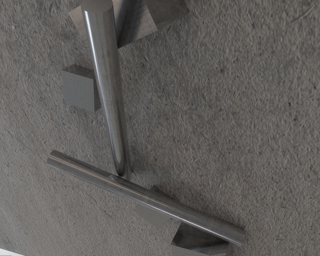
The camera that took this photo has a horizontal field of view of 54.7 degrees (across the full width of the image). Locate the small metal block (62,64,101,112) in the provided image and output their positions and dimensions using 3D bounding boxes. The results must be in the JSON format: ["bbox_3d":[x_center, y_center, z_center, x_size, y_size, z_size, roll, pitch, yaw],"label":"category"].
[{"bbox_3d":[-0.105,-0.055,0.428,0.050,0.025,0.050,18,126,17],"label":"small metal block"}]

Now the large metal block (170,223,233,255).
[{"bbox_3d":[0.067,0.199,0.478,0.080,0.050,0.079,6,121,25],"label":"large metal block"}]

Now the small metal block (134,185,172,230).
[{"bbox_3d":[-0.006,0.125,0.488,0.050,0.025,0.050,37,129,3],"label":"small metal block"}]

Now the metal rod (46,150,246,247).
[{"bbox_3d":[-0.022,0.101,0.451,0.301,0.025,0.025,22,127,3],"label":"metal rod"}]

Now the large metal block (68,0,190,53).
[{"bbox_3d":[-0.028,-0.117,0.314,0.080,0.080,0.050,-15,111,34],"label":"large metal block"}]

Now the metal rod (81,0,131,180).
[{"bbox_3d":[-0.053,-0.011,0.365,0.025,0.025,0.298,23,147,14],"label":"metal rod"}]
